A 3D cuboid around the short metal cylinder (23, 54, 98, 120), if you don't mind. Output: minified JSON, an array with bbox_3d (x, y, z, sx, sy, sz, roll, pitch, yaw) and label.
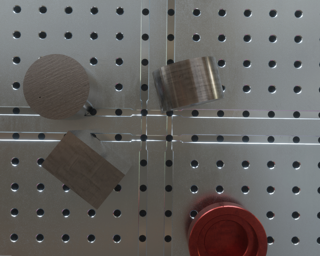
[{"bbox_3d":[-0.125,-0.050,0.400,0.081,0.050,0.079,0,90,0],"label":"short metal cylinder"}]

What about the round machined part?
[{"bbox_3d":[0.085,0.145,0.406,0.099,0.042,0.097,0,90,0],"label":"round machined part"}]

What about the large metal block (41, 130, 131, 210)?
[{"bbox_3d":[-0.086,0.047,0.385,0.080,0.080,0.050,38,90,0],"label":"large metal block"}]

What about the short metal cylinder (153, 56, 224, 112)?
[{"bbox_3d":[0.035,-0.052,0.386,0.080,0.080,0.050,-13,90,0],"label":"short metal cylinder"}]
